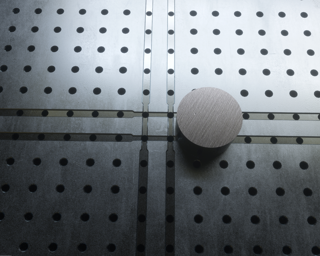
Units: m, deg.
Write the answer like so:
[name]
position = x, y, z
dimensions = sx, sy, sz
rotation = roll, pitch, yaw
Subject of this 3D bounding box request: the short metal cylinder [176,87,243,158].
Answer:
[short metal cylinder]
position = 0.061, -0.006, 0.401
dimensions = 0.080, 0.050, 0.080
rotation = 0, 70, 0
